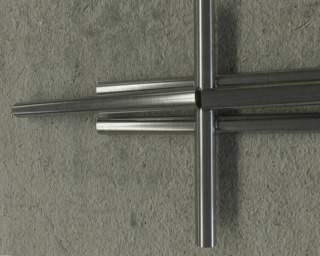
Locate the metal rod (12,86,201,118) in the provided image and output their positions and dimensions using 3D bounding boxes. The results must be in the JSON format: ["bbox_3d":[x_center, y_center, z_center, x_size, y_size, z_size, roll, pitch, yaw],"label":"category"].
[{"bbox_3d":[-0.089,-0.031,0.413,0.300,0.025,0.025,-1,90,29],"label":"metal rod"}]

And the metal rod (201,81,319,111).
[{"bbox_3d":[0.194,-0.038,0.316,0.301,0.025,0.025,-3,89,9],"label":"metal rod"}]

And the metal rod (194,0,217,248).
[{"bbox_3d":[0.053,-0.013,0.364,0.025,0.025,0.298,0,90,19],"label":"metal rod"}]

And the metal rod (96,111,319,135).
[{"bbox_3d":[0.059,-0.005,0.388,0.301,0.025,0.025,-1,90,19],"label":"metal rod"}]

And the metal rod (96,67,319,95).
[{"bbox_3d":[0.059,-0.054,0.388,0.301,0.025,0.025,-1,90,19],"label":"metal rod"}]
